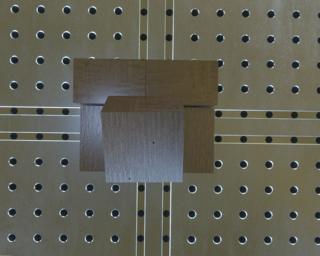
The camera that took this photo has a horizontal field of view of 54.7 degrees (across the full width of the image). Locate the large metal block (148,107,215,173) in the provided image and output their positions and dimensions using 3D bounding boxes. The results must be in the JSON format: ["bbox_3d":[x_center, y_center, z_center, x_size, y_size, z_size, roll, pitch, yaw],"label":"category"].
[{"bbox_3d":[0.025,0.014,0.399,0.081,0.050,0.079,1,90,-1],"label":"large metal block"}]

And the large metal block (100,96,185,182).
[{"bbox_3d":[-0.017,0.011,0.334,0.081,0.050,0.079,0,114,-1],"label":"large metal block"}]

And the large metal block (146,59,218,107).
[{"bbox_3d":[0.024,-0.051,0.385,0.081,0.080,0.050,1,90,-1],"label":"large metal block"}]

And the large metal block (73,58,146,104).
[{"bbox_3d":[-0.056,-0.052,0.384,0.081,0.080,0.050,1,90,-1],"label":"large metal block"}]

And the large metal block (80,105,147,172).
[{"bbox_3d":[-0.056,0.013,0.398,0.081,0.050,0.079,1,90,-1],"label":"large metal block"}]
